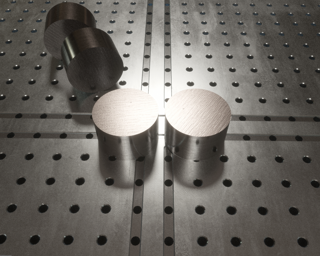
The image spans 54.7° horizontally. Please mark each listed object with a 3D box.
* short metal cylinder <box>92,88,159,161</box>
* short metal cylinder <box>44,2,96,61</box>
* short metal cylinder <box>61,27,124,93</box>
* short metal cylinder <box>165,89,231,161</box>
[{"bbox_3d":[-0.042,-0.005,0.395,0.081,0.050,0.080,0,50,0],"label":"short metal cylinder"},{"bbox_3d":[-0.143,-0.152,0.498,0.081,0.080,0.050,-7,51,-7],"label":"short metal cylinder"},{"bbox_3d":[-0.099,-0.098,0.453,0.081,0.080,0.050,-17,52,-14],"label":"short metal cylinder"},{"bbox_3d":[0.046,-0.005,0.396,0.081,0.050,0.080,1,50,0],"label":"short metal cylinder"}]
